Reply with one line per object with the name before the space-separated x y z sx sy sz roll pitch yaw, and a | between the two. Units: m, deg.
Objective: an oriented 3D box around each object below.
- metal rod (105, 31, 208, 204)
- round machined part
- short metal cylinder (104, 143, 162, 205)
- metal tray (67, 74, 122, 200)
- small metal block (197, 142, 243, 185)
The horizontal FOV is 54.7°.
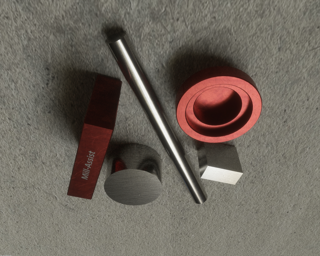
metal rod | 0.010 0.009 0.417 0.025 0.025 0.299 -18 128 14
round machined part | 0.067 -0.032 0.371 0.099 0.042 0.097 -1 130 0
short metal cylinder | -0.037 0.068 0.449 0.081 0.050 0.079 0 130 0
metal tray | -0.080 0.013 0.376 0.030 0.090 0.129 14 129 -12
small metal block | 0.082 0.047 0.430 0.050 0.050 0.025 13 129 -11
